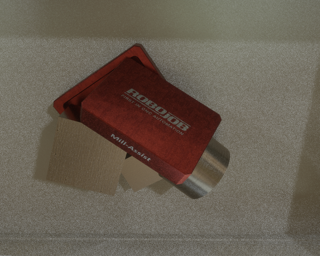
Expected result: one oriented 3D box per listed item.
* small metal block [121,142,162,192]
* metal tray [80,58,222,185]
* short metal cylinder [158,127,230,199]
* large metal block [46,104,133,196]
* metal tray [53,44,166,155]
[{"bbox_3d":[-0.025,0.053,0.429,0.050,0.025,0.050,-27,108,9],"label":"small metal block"},{"bbox_3d":[-0.008,-0.011,0.340,0.130,0.090,0.030,33,145,3],"label":"metal tray"},{"bbox_3d":[0.043,0.043,0.398,0.050,0.080,0.080,38,106,-13],"label":"short metal cylinder"},{"bbox_3d":[-0.081,0.025,0.370,0.080,0.050,0.079,15,109,-6],"label":"large metal block"},{"bbox_3d":[-0.054,-0.034,0.393,0.130,0.030,0.090,-32,107,10],"label":"metal tray"}]
